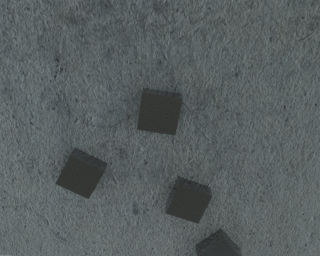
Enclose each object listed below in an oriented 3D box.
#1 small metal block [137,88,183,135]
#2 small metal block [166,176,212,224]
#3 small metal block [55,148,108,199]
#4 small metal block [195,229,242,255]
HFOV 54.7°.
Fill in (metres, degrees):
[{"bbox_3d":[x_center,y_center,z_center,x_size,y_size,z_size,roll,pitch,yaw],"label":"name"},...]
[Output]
[{"bbox_3d":[-0.001,-0.021,0.402,0.050,0.025,0.050,9,110,-4],"label":"small metal block"},{"bbox_3d":[0.041,0.104,0.448,0.050,0.025,0.050,20,109,-7],"label":"small metal block"},{"bbox_3d":[-0.109,0.063,0.432,0.050,0.025,0.050,28,108,-10],"label":"small metal block"},{"bbox_3d":[0.092,0.194,0.482,0.050,0.025,0.050,-38,106,12],"label":"small metal block"}]
